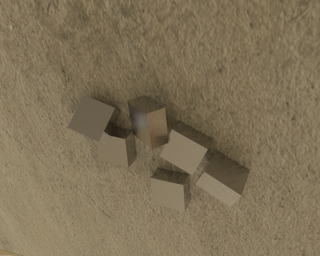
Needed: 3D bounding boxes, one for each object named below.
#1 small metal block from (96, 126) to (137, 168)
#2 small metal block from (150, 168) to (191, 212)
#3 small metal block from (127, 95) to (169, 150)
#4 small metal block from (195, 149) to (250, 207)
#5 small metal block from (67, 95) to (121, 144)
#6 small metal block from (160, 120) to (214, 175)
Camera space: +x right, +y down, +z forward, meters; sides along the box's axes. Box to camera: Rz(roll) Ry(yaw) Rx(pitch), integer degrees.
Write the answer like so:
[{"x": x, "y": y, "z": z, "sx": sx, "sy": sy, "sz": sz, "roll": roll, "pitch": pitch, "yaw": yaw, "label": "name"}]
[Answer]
[{"x": -0.064, "y": 0.026, "z": 0.455, "sx": 0.050, "sy": 0.025, "sz": 0.050, "roll": 11, "pitch": 123, "yaw": 22, "label": "small metal block"}, {"x": 0.016, "y": 0.090, "z": 0.453, "sx": 0.050, "sy": 0.025, "sz": 0.050, "roll": 8, "pitch": 122, "yaw": 23, "label": "small metal block"}, {"x": -0.015, "y": -0.008, "z": 0.393, "sx": 0.050, "sy": 0.025, "sz": 0.050, "roll": 35, "pitch": 139, "yaw": 50, "label": "small metal block"}, {"x": 0.079, "y": 0.061, "z": 0.386, "sx": 0.050, "sy": 0.050, "sz": 0.025, "roll": 33, "pitch": 128, "yaw": 6, "label": "small metal block"}, {"x": -0.090, "y": -0.011, "z": 0.428, "sx": 0.050, "sy": 0.025, "sz": 0.050, "roll": 23, "pitch": 83, "yaw": 14, "label": "small metal block"}, {"x": 0.034, "y": 0.026, "z": 0.404, "sx": 0.050, "sy": 0.025, "sz": 0.050, "roll": 29, "pitch": 128, "yaw": 9, "label": "small metal block"}]
